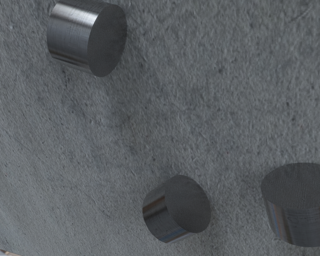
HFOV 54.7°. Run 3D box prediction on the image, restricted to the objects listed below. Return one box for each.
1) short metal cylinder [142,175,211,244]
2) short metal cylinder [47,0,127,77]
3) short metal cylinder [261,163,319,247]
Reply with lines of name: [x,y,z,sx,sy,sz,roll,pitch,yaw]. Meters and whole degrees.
short metal cylinder: [0.023,0.112,0.427,0.080,0.080,0.050,46,129,-4]
short metal cylinder: [-0.079,-0.103,0.348,0.050,0.080,0.079,21,126,16]
short metal cylinder: [0.157,0.081,0.339,0.080,0.080,0.050,-6,115,31]
